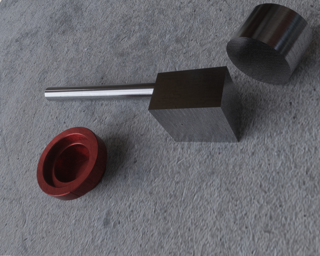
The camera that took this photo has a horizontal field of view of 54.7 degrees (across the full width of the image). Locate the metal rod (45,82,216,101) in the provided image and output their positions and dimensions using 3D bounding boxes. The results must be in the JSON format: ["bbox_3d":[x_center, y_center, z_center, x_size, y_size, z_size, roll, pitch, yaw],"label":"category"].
[{"bbox_3d":[-0.058,-0.054,0.465,0.300,0.025,0.025,2,63,28],"label":"metal rod"}]

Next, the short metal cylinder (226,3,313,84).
[{"bbox_3d":[0.126,-0.096,0.361,0.080,0.080,0.050,27,76,37],"label":"short metal cylinder"}]

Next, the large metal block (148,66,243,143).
[{"bbox_3d":[0.045,-0.023,0.359,0.080,0.080,0.050,-1,62,27],"label":"large metal block"}]

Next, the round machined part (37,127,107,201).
[{"bbox_3d":[-0.113,0.051,0.419,0.098,0.042,0.098,-13,56,20],"label":"round machined part"}]
